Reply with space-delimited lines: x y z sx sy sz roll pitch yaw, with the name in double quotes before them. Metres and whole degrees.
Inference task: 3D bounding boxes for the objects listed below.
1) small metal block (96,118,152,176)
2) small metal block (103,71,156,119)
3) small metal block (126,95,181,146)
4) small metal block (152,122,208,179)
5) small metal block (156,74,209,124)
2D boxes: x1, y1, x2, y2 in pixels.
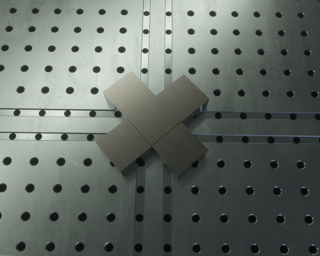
"small metal block" -0.046 0.025 0.402 0.050 0.025 0.050 -39 75 -13
"small metal block" -0.041 -0.042 0.426 0.050 0.025 0.050 -39 75 -13
"small metal block" -0.008 -0.007 0.413 0.050 0.025 0.050 -39 75 -13
"small metal block" 0.025 0.029 0.401 0.050 0.025 0.050 -39 75 -13
"small metal block" 0.030 -0.037 0.425 0.050 0.025 0.050 -39 75 -13
